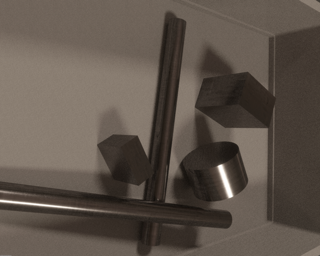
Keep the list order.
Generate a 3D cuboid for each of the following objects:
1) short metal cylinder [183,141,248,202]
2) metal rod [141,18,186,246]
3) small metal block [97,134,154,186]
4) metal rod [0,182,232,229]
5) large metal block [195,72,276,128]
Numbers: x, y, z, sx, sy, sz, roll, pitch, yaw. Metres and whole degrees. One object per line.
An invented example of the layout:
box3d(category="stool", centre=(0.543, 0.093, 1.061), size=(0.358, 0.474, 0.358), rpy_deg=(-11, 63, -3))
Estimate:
box3d(category="short metal cylinder", centre=(0.078, 0.060, 0.439), size=(0.081, 0.080, 0.050), rpy_deg=(-32, 111, -36))
box3d(category="metal rod", centre=(0.006, 0.001, 0.413), size=(0.025, 0.025, 0.298), rpy_deg=(12, 82, -40))
box3d(category="small metal block", centre=(-0.040, 0.036, 0.358), size=(0.025, 0.050, 0.050), rpy_deg=(-36, 112, -35))
box3d(category="metal rod", centre=(-0.032, 0.094, 0.356), size=(0.302, 0.025, 0.025), rpy_deg=(16, 80, -31))
box3d(category="large metal block", centre=(0.114, -0.038, 0.469), size=(0.080, 0.080, 0.050), rpy_deg=(29, 72, -37))
